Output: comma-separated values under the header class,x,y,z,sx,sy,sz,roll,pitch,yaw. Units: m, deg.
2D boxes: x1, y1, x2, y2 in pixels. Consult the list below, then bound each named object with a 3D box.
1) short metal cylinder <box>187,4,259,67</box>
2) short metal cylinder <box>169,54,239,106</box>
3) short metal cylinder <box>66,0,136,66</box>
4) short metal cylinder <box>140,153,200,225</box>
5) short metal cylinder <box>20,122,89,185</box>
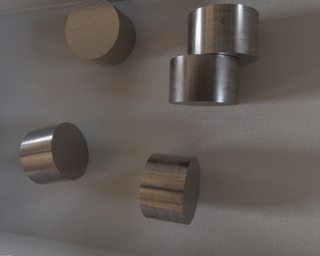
class,x,y,z,sx,sy,sz,roll,pitch,yaw
short metal cylinder,0.071,-0.102,0.356,0.080,0.080,0.050,1,90,20
short metal cylinder,0.051,-0.053,0.363,0.080,0.080,0.050,2,91,20
short metal cylinder,-0.080,-0.129,0.426,0.080,0.050,0.080,0,90,20
short metal cylinder,0.015,0.072,0.376,0.050,0.080,0.079,4,91,20
short metal cylinder,-0.145,0.036,0.432,0.050,0.080,0.080,-11,86,20
